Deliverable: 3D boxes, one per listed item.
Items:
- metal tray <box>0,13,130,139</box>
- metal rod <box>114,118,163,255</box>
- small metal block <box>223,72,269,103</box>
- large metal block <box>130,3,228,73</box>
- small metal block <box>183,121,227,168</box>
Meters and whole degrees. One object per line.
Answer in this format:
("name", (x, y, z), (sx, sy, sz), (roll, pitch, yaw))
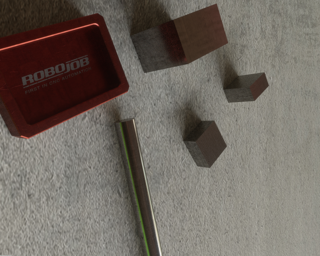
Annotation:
("metal tray", (-0.102, -0.056, 0.316), (0.131, 0.030, 0.090), (-32, 110, -36))
("metal rod", (-0.014, 0.135, 0.394), (0.025, 0.025, 0.298), (-19, 102, -39))
("small metal block", (0.142, -0.066, 0.510), (0.050, 0.050, 0.025), (-41, 115, -33))
("large metal block", (0.024, -0.112, 0.391), (0.081, 0.080, 0.050), (-33, 111, -35))
("small metal block", (0.069, 0.024, 0.465), (0.050, 0.025, 0.050), (-45, 117, -31))
